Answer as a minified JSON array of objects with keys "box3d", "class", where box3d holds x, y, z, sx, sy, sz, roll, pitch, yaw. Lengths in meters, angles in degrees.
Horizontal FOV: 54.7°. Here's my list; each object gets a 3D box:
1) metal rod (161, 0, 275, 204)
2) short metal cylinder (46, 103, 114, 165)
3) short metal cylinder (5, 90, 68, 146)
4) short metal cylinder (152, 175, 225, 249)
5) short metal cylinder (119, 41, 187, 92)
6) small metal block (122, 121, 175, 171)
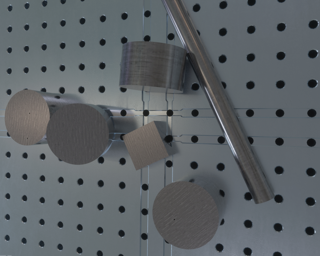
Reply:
[{"box3d":[0.066,-0.050,0.389,0.025,0.025,0.299,-26,82,18],"class":"metal rod"},{"box3d":[-0.106,0.006,0.423,0.081,0.050,0.079,0,94,-1],"class":"short metal cylinder"},{"box3d":[-0.181,-0.015,0.463,0.080,0.050,0.079,0,90,20],"class":"short metal cylinder"},{"box3d":[0.037,0.102,0.386,0.080,0.050,0.079,0,90,20],"class":"short metal cylinder"},{"box3d":[-0.009,-0.073,0.386,0.080,0.080,0.050,6,92,20],"class":"short metal cylinder"},{"box3d":[-0.016,0.023,0.418,0.050,0.025,0.050,-26,82,18],"class":"small metal block"}]
